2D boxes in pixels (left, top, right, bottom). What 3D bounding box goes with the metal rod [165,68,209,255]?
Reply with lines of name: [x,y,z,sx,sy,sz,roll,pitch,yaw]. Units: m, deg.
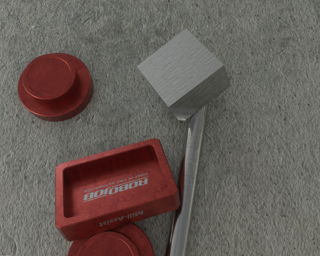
metal rod: [0.035,0.060,0.386,0.025,0.025,0.299,10,70,3]

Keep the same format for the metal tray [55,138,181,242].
metal tray: [-0.052,0.067,0.360,0.131,0.030,0.090,-15,43,-6]

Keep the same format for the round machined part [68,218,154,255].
round machined part: [-0.055,0.150,0.344,0.099,0.042,0.098,0,70,0]

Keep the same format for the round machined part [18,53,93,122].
round machined part: [-0.144,-0.061,0.420,0.099,0.042,0.098,0,70,0]

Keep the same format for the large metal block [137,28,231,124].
large metal block: [0.030,-0.067,0.400,0.080,0.050,0.080,-37,59,3]
